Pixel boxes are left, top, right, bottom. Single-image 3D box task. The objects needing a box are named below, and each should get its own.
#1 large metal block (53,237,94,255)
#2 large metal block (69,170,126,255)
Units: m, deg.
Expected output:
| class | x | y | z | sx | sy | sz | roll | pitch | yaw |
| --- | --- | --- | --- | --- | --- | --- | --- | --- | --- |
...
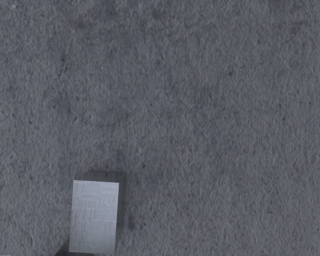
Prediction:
| class | x | y | z | sx | sy | sz | roll | pitch | yaw |
| --- | --- | --- | --- | --- | --- | --- | --- | --- | --- |
| large metal block | -0.128 | 0.193 | 0.381 | 0.050 | 0.080 | 0.080 | 41 | 90 | -1 |
| large metal block | -0.073 | 0.098 | 0.382 | 0.050 | 0.080 | 0.079 | 4 | 90 | 0 |
